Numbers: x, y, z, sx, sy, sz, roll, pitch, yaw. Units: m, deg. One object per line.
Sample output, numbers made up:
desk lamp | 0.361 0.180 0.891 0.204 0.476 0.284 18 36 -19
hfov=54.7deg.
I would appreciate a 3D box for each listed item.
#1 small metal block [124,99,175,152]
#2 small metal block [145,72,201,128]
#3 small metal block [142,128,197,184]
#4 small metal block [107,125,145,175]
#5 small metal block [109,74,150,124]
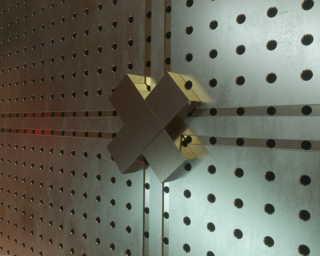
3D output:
small metal block | -0.015 -0.003 0.418 0.050 0.025 0.050 -48 62 29
small metal block | 0.015 -0.035 0.394 0.050 0.025 0.050 -48 62 29
small metal block | 0.011 0.035 0.398 0.050 0.025 0.050 -48 62 29
small metal block | -0.043 0.030 0.443 0.050 0.025 0.050 -48 62 29
small metal block | -0.040 -0.040 0.440 0.050 0.025 0.050 -48 62 29
